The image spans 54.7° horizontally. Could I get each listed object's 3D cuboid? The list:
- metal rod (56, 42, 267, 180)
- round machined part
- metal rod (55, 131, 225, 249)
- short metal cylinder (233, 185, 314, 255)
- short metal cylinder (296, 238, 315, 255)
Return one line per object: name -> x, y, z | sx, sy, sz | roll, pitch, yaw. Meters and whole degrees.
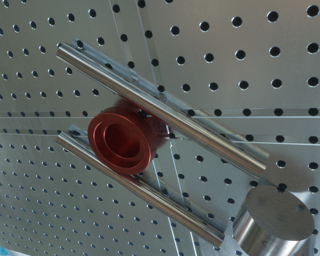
metal rod -> -0.003, -0.025, 0.397 | 0.301, 0.025, 0.025 | 32, 129, 7
round machined part -> -0.048, 0.014, 0.434 | 0.098, 0.042, 0.097 | 13, 124, 21
metal rod -> -0.035, 0.093, 0.487 | 0.301, 0.025, 0.025 | 32, 129, 7
short metal cylinder -> 0.135, 0.116, 0.376 | 0.080, 0.080, 0.050 | 23, 127, 14
short metal cylinder -> 0.164, 0.178, 0.418 | 0.080, 0.050, 0.079 | 13, 124, 21
